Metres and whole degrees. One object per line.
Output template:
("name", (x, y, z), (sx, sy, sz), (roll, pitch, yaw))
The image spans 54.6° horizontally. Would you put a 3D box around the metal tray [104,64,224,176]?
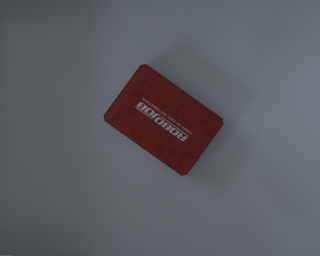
("metal tray", (0.005, -0.010, 0.409), (0.130, 0.030, 0.090), (36, 90, 0))
